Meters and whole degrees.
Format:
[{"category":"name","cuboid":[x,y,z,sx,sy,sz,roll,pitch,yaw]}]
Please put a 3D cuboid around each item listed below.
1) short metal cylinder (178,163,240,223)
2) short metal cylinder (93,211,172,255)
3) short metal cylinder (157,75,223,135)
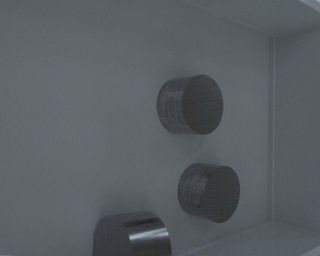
[{"category":"short metal cylinder","cuboid":[0.072,0.093,0.454,0.081,0.050,0.079,0,90,-40]},{"category":"short metal cylinder","cuboid":[-0.033,0.136,0.345,0.050,0.080,0.080,6,86,-40]},{"category":"short metal cylinder","cuboid":[0.042,-0.031,0.428,0.081,0.050,0.079,0,90,-40]}]
